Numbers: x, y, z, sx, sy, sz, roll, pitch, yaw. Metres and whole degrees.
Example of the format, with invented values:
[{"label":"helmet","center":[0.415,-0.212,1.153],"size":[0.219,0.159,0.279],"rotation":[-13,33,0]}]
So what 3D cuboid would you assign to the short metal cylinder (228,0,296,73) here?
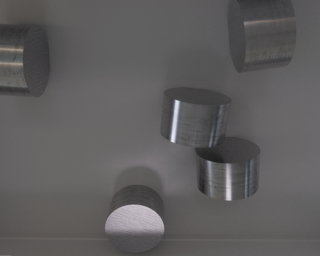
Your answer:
[{"label":"short metal cylinder","center":[0.110,-0.105,0.344],"size":[0.050,0.080,0.079],"rotation":[-8,110,3]}]

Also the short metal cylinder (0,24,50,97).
[{"label":"short metal cylinder","center":[-0.165,-0.076,0.352],"size":[0.050,0.080,0.079],"rotation":[3,110,-1]}]

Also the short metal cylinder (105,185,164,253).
[{"label":"short metal cylinder","center":[-0.034,0.130,0.445],"size":[0.081,0.050,0.079],"rotation":[0,110,0]}]

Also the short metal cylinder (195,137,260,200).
[{"label":"short metal cylinder","center":[0.087,0.050,0.401],"size":[0.080,0.080,0.050],"rotation":[-4,110,1]}]

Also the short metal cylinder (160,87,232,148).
[{"label":"short metal cylinder","center":[0.042,-0.015,0.377],"size":[0.081,0.080,0.050],"rotation":[5,110,-2]}]
